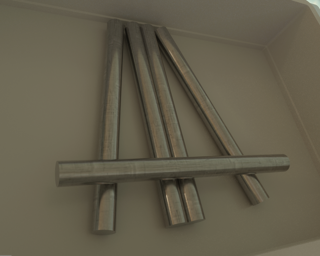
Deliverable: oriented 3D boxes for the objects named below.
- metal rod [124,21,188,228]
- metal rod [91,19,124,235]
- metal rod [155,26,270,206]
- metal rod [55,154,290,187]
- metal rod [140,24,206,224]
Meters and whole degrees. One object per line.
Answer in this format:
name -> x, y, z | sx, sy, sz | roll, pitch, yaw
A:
metal rod -> -0.012, -0.022, 0.411 | 0.025, 0.025, 0.299 | 1, 61, -28
metal rod -> -0.061, -0.024, 0.386 | 0.025, 0.025, 0.299 | 12, 57, -22
metal rod -> 0.068, -0.028, 0.457 | 0.025, 0.025, 0.299 | -17, 71, -35
metal rod -> 0.037, 0.046, 0.362 | 0.303, 0.025, 0.025 | 1, 61, -28
metal rod -> 0.009, -0.023, 0.423 | 0.025, 0.025, 0.299 | 1, 61, -28
